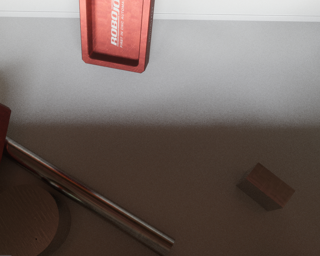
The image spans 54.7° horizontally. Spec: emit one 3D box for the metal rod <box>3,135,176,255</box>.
[{"bbox_3d":[-0.118,0.068,0.383,0.301,0.025,0.025,29,73,9],"label":"metal rod"}]

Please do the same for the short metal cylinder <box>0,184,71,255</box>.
[{"bbox_3d":[-0.149,0.109,0.355,0.081,0.050,0.080,0,70,0],"label":"short metal cylinder"}]

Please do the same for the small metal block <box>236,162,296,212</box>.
[{"bbox_3d":[0.124,0.072,0.372,0.050,0.050,0.025,39,75,12],"label":"small metal block"}]

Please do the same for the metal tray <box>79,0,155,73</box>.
[{"bbox_3d":[-0.056,-0.143,0.407,0.091,0.129,0.030,11,39,3],"label":"metal tray"}]

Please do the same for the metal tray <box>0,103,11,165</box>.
[{"bbox_3d":[-0.239,0.033,0.377,0.090,0.030,0.130,-5,69,18],"label":"metal tray"}]
